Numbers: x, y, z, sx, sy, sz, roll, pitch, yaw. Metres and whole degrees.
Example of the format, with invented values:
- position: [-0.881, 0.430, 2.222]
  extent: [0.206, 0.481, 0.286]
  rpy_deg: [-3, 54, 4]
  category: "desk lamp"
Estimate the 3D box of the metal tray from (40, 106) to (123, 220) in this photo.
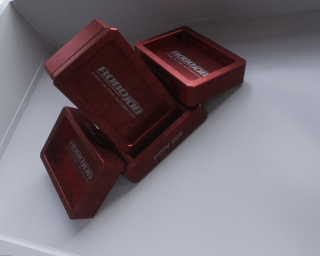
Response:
- position: [-0.108, 0.042, 0.407]
  extent: [0.130, 0.030, 0.090]
  rpy_deg: [46, 112, 38]
  category: "metal tray"

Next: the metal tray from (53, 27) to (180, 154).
- position: [-0.049, -0.041, 0.370]
  extent: [0.090, 0.130, 0.030]
  rpy_deg: [-42, 28, -1]
  category: "metal tray"

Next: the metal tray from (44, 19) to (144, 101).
- position: [-0.073, -0.066, 0.412]
  extent: [0.090, 0.130, 0.030]
  rpy_deg: [-43, 51, -1]
  category: "metal tray"

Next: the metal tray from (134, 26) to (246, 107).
- position: [0.036, -0.088, 0.412]
  extent: [0.091, 0.030, 0.130]
  rpy_deg: [-26, 48, -21]
  category: "metal tray"

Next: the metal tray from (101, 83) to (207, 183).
- position: [-0.014, -0.003, 0.408]
  extent: [0.130, 0.030, 0.090]
  rpy_deg: [-43, 51, -2]
  category: "metal tray"
